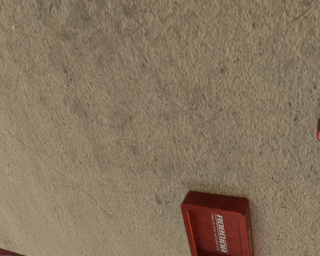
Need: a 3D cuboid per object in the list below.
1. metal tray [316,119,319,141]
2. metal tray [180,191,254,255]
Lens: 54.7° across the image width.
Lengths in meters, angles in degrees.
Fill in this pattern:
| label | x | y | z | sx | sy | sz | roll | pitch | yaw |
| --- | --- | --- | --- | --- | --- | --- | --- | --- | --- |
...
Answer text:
| label | x | y | z | sx | sy | sz | roll | pitch | yaw |
| --- | --- | --- | --- | --- | --- | --- | --- | --- | --- |
| metal tray | 0.229 | 0.002 | 0.284 | 0.090 | 0.030 | 0.129 | 48 | 129 | -6 |
| metal tray | 0.087 | 0.157 | 0.454 | 0.090 | 0.030 | 0.129 | 2 | 119 | 27 |
